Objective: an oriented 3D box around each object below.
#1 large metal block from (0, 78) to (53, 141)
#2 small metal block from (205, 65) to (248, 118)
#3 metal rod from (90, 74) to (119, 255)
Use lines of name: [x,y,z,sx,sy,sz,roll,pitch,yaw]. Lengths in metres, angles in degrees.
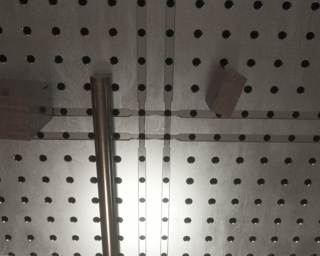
large metal block: [-0.183,-0.026,0.372,0.081,0.080,0.050,5,110,-2]
small metal block: [0.080,-0.046,0.384,0.025,0.050,0.050,18,109,-7]
metal rod: [-0.076,0.074,0.439,0.025,0.025,0.298,0,110,-1]
